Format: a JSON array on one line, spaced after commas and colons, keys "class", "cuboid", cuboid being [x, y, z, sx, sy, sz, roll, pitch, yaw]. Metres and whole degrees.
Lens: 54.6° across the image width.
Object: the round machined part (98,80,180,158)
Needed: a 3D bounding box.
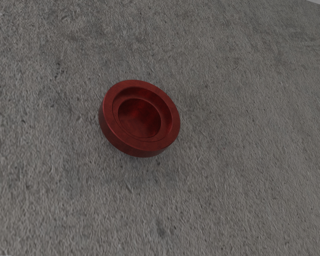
[{"class": "round machined part", "cuboid": [-0.028, -0.008, 0.382, 0.099, 0.042, 0.098, 13, 56, -21]}]
